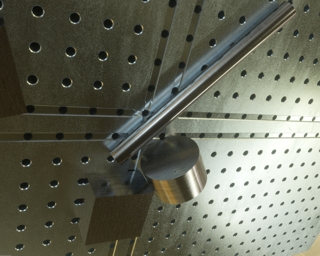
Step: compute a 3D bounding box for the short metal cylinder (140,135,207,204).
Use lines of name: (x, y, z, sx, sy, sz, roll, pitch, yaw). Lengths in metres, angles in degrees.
short metal cylinder: (0.020, 0.056, 0.423, 0.080, 0.080, 0.050, -29, 129, -10)

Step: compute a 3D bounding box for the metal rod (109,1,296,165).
metal rod: (0.056, -0.059, 0.407, 0.300, 0.025, 0.025, -41, 130, -1)

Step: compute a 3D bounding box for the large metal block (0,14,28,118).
large metal block: (-0.170, -0.051, 0.271, 0.081, 0.050, 0.079, -14, 124, -21)

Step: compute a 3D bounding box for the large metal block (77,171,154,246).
large metal block: (-0.064, 0.108, 0.429, 0.081, 0.050, 0.079, 2, 118, -30)
